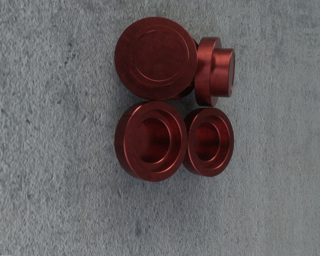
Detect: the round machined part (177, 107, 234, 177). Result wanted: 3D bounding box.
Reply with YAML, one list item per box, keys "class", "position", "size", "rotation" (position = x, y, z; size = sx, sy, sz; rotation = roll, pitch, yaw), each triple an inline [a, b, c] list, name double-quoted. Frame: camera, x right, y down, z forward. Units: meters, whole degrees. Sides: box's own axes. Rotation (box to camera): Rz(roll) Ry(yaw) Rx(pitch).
- class: "round machined part"
  position: [0.060, 0.020, 0.448]
  size: [0.099, 0.042, 0.097]
  rotation: [0, 90, -40]

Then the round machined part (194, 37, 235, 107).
- class: "round machined part"
  position: [0.081, -0.078, 0.437]
  size: [0.098, 0.042, 0.097]
  rotation: [5, 91, -71]

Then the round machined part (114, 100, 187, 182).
- class: "round machined part"
  position: [-0.015, 0.015, 0.384]
  size: [0.099, 0.042, 0.097]
  rotation: [0, 90, -40]

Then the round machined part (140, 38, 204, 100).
- class: "round machined part"
  position: [0.020, -0.087, 0.413]
  size: [0.099, 0.042, 0.097]
  rotation: [0, 90, -40]

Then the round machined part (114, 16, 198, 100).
- class: "round machined part"
  position: [-0.004, -0.081, 0.363]
  size: [0.099, 0.042, 0.097]
  rotation: [0, 93, -7]
